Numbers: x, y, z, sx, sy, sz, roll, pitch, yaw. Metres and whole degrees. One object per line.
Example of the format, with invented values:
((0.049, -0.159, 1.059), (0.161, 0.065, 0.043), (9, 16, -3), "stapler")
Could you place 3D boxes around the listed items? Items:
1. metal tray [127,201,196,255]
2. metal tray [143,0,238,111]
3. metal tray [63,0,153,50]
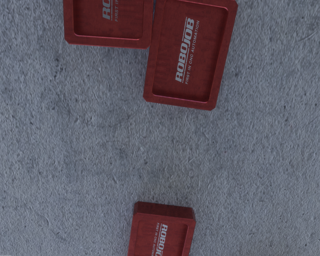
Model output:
((-0.002, 0.179, 0.472), (0.091, 0.030, 0.129), (8, 110, -3), "metal tray")
((0.033, -0.091, 0.373), (0.091, 0.030, 0.129), (8, 110, -3), "metal tray")
((-0.051, -0.151, 0.318), (0.091, 0.030, 0.129), (3, 110, -2), "metal tray")
